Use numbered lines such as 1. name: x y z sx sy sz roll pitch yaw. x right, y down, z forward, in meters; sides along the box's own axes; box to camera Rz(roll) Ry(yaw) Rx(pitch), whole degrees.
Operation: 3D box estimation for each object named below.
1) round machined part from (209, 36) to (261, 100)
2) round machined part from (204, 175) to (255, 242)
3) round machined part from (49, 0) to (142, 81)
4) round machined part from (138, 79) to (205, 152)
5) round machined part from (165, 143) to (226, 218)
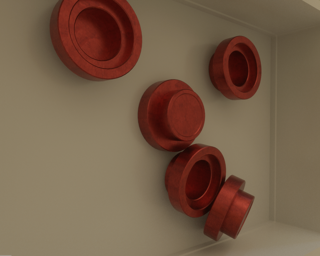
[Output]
1. round machined part: 0.116 -0.093 0.492 0.099 0.042 0.097 0 90 -40
2. round machined part: 0.106 0.122 0.455 0.098 0.042 0.097 -47 150 -37
3. round machined part: -0.071 -0.099 0.335 0.099 0.042 0.097 0 90 -40
4. round machined part: 0.022 -0.016 0.414 0.099 0.042 0.097 0 90 -40
5. round machined part: 0.045 0.069 0.426 0.099 0.042 0.097 -12 107 -42
